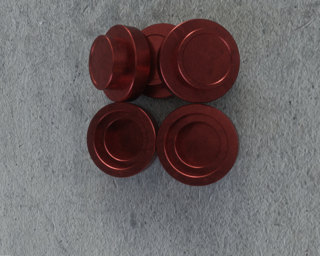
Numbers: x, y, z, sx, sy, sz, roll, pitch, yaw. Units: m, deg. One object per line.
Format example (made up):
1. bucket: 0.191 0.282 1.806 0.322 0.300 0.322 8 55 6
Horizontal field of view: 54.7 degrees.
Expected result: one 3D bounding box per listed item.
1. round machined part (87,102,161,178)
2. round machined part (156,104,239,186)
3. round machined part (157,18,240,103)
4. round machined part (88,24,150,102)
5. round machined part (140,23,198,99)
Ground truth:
1. round machined part: -0.045 0.015 0.416 0.098 0.042 0.097 0 90 19
2. round machined part: 0.048 0.020 0.383 0.098 0.042 0.097 0 90 19
3. round machined part: 0.048 -0.078 0.360 0.099 0.042 0.097 -1 96 -12
4. round machined part: -0.058 -0.082 0.395 0.098 0.042 0.097 7 99 52
5. round machined part: -0.002 -0.087 0.400 0.098 0.042 0.097 0 90 19
